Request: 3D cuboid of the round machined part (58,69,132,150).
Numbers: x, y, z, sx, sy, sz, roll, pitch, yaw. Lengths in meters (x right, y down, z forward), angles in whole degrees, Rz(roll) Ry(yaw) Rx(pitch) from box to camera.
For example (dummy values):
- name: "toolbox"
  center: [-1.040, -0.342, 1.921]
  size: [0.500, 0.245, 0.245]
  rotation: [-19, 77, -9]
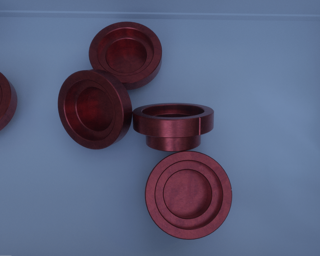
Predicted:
- name: "round machined part"
  center: [-0.077, -0.025, 0.391]
  size: [0.098, 0.042, 0.097]
  rotation: [7, 106, 25]

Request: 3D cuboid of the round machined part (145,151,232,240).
- name: "round machined part"
  center: [0.031, 0.077, 0.366]
  size: [0.099, 0.042, 0.098]
  rotation: [1, 80, -4]

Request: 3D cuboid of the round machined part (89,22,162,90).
- name: "round machined part"
  center: [-0.046, -0.096, 0.435]
  size: [0.099, 0.042, 0.098]
  rotation: [0, 70, 0]

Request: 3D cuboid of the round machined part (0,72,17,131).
- name: "round machined part"
  center: [-0.238, -0.030, 0.409]
  size: [0.099, 0.042, 0.098]
  rotation: [1, 70, -2]

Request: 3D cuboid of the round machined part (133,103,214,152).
- name: "round machined part"
  center: [0.016, -0.001, 0.381]
  size: [0.099, 0.098, 0.042]
  rotation: [-1, 105, -1]
